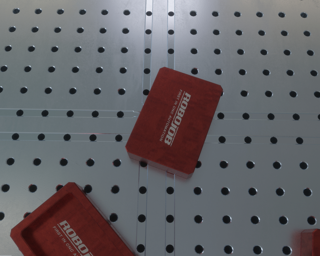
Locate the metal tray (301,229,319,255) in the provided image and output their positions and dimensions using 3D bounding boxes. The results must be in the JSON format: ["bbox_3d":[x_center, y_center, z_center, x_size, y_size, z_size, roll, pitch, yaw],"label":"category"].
[{"bbox_3d":[0.230,0.171,0.347,0.131,0.030,0.090,10,70,3],"label":"metal tray"}]

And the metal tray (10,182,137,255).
[{"bbox_3d":[-0.095,0.139,0.357,0.090,0.030,0.130,-41,75,-14],"label":"metal tray"}]

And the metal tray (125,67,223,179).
[{"bbox_3d":[0.020,-0.009,0.413,0.090,0.030,0.130,20,71,7],"label":"metal tray"}]
